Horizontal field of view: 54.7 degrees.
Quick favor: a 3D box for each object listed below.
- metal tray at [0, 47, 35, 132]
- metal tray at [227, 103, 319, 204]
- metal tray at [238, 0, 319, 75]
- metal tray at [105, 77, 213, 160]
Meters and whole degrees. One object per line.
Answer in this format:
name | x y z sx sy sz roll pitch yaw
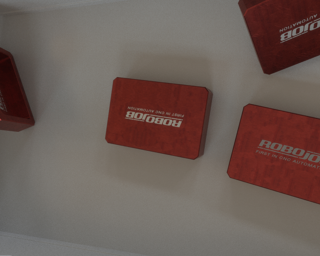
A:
metal tray | -0.240 -0.062 0.458 0.030 0.090 0.129 -22 83 6
metal tray | 0.152 0.030 0.354 0.130 0.030 0.089 15 95 19
metal tray | 0.159 -0.119 0.320 0.130 0.090 0.030 -21 43 18
metal tray | -0.003 -0.015 0.409 0.130 0.030 0.089 9 93 19
